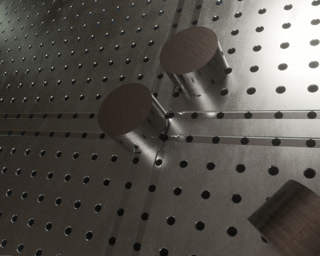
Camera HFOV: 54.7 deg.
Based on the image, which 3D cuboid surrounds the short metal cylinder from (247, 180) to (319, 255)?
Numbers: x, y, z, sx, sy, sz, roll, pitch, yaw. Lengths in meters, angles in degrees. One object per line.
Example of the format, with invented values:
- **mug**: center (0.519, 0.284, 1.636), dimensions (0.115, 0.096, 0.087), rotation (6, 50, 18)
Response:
- **short metal cylinder**: center (0.120, 0.089, 0.255), dimensions (0.050, 0.080, 0.080), rotation (-43, 51, -1)

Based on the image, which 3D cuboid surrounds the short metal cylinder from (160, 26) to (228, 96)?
- **short metal cylinder**: center (0.047, -0.090, 0.422), dimensions (0.080, 0.050, 0.080), rotation (-13, 56, 20)

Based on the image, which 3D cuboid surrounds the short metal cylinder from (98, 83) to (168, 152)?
- **short metal cylinder**: center (-0.036, -0.014, 0.418), dimensions (0.080, 0.050, 0.080), rotation (-13, 56, 20)
